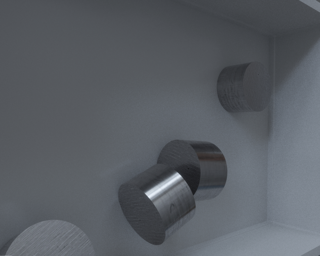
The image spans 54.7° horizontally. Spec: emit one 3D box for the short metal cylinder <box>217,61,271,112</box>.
[{"bbox_3d":[0.139,-0.066,0.510,0.081,0.050,0.079,0,90,-40],"label":"short metal cylinder"}]

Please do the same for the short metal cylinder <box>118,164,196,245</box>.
[{"bbox_3d":[-0.005,0.090,0.369,0.050,0.080,0.080,-28,108,-37],"label":"short metal cylinder"}]

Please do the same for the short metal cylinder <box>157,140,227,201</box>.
[{"bbox_3d":[0.040,0.056,0.407,0.050,0.080,0.080,6,87,-40],"label":"short metal cylinder"}]

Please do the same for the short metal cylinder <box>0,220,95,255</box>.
[{"bbox_3d":[-0.107,0.130,0.284,0.081,0.050,0.080,19,54,-29],"label":"short metal cylinder"}]
